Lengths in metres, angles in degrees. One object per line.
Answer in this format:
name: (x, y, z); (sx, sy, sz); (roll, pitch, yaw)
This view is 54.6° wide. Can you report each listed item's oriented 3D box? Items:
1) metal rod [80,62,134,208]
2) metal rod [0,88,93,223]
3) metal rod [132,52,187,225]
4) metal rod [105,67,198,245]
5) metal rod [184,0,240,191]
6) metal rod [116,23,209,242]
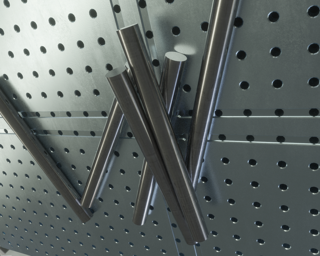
metal rod: (-0.082, 0.030, 0.473); (0.025, 0.025, 0.298); (32, 129, 7)
metal rod: (-0.214, 0.049, 0.555); (0.025, 0.025, 0.299); (-21, 107, 36)
metal rod: (-0.008, 0.037, 0.438); (0.025, 0.025, 0.298); (23, 127, 14)
metal rod: (0.001, 0.057, 0.419); (0.025, 0.025, 0.299); (-4, 125, 30)
metal rod: (0.054, -0.037, 0.360); (0.025, 0.025, 0.298); (19, 126, 17)
metal rod: (0.011, 0.023, 0.386); (0.025, 0.025, 0.299); (-6, 116, 31)
